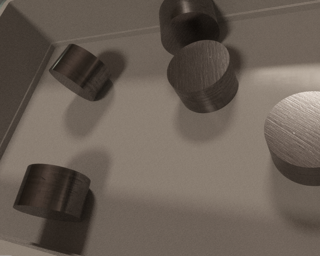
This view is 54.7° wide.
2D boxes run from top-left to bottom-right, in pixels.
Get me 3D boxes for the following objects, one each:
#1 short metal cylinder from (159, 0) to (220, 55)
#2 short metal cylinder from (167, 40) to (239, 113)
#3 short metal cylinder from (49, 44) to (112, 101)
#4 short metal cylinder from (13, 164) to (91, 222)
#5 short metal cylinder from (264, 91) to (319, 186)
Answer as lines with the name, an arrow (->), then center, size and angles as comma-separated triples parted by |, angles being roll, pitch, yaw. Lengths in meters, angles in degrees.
short metal cylinder -> 0.040, -0.146, 0.438 | 0.080, 0.080, 0.050 | -16, 56, 18
short metal cylinder -> 0.056, -0.066, 0.400 | 0.080, 0.050, 0.080 | -13, 56, 20
short metal cylinder -> -0.124, -0.086, 0.486 | 0.080, 0.080, 0.050 | 23, 74, 36
short metal cylinder -> -0.133, 0.083, 0.387 | 0.080, 0.080, 0.050 | -5, 60, 25
short metal cylinder -> 0.148, 0.011, 0.305 | 0.080, 0.050, 0.080 | -13, 56, 20
